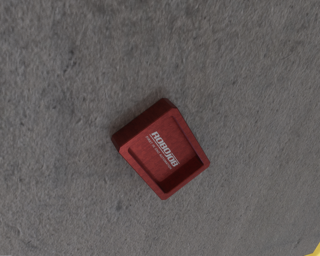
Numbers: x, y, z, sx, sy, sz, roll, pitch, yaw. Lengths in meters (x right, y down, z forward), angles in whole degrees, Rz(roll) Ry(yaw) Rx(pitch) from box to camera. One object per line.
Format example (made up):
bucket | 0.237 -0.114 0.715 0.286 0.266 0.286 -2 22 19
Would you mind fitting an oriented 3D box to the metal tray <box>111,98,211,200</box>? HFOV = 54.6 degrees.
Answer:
metal tray | 0.006 0.033 0.426 0.090 0.030 0.130 -37 129 -3
